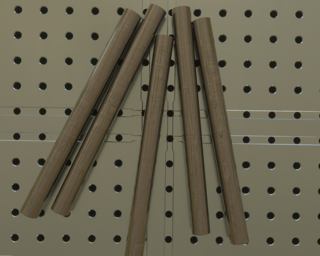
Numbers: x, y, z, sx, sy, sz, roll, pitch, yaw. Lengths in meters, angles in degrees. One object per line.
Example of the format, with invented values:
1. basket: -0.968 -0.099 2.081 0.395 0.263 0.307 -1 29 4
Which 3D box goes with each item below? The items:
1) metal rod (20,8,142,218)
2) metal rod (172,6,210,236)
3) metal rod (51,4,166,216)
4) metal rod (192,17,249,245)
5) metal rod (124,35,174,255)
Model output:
1. metal rod: -0.104 -0.019 0.412 0.025 0.025 0.299 28 90 0
2. metal rod: 0.042 -0.009 0.414 0.025 0.025 0.298 -5 90 0
3. metal rod: -0.068 -0.024 0.413 0.025 0.025 0.299 26 90 0
4. metal rod: 0.081 0.004 0.414 0.025 0.025 0.299 -10 90 0
5. metal rod: -0.015 0.027 0.413 0.025 0.025 0.298 8 90 0
